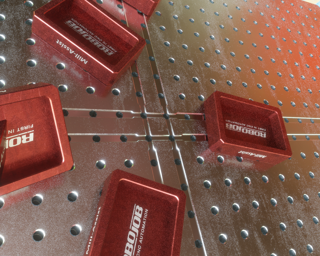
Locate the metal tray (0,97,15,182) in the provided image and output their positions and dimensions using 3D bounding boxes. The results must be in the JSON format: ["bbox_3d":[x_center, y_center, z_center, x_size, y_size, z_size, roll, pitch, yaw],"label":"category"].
[{"bbox_3d":[-0.185,0.024,0.265,0.091,0.030,0.130,3,49,-15],"label":"metal tray"}]

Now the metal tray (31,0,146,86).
[{"bbox_3d":[-0.095,-0.128,0.431,0.130,0.030,0.090,36,51,-4],"label":"metal tray"}]

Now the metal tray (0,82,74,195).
[{"bbox_3d":[-0.152,0.015,0.281,0.131,0.030,0.089,-20,112,-35],"label":"metal tray"}]

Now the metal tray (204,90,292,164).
[{"bbox_3d":[0.134,0.000,0.476,0.131,0.030,0.090,12,57,-22],"label":"metal tray"}]

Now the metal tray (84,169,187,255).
[{"bbox_3d":[-0.025,0.117,0.319,0.090,0.030,0.130,22,54,-15],"label":"metal tray"}]

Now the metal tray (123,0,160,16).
[{"bbox_3d":[-0.054,-0.260,0.533,0.130,0.030,0.090,29,52,-10],"label":"metal tray"}]
